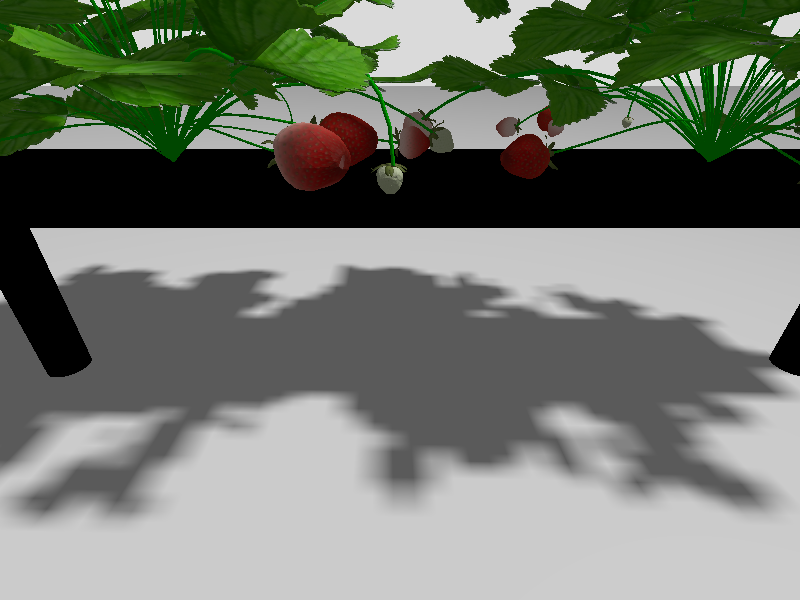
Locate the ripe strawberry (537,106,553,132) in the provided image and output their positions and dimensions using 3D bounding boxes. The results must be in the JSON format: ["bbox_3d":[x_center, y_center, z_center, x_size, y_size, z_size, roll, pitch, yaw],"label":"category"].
[{"bbox_3d":[0.185,-0.223,0.491,0.037,0.032,0.037,-11,18,-19],"label":"ripe strawberry"}]

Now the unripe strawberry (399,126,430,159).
[{"bbox_3d":[0.012,-0.132,0.337,0.026,0.026,0.029,-1,30,-2],"label":"unripe strawberry"}]

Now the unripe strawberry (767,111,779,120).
[{"bbox_3d":[0.435,-0.214,0.467,0.010,0.010,0.011,-25,38,-36],"label":"unripe strawberry"}]

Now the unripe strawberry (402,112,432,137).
[{"bbox_3d":[0.015,-0.174,0.411,0.033,0.032,0.030,-38,8,35],"label":"unripe strawberry"}]

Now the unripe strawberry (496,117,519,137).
[{"bbox_3d":[0.121,-0.196,0.453,0.024,0.021,0.024,-26,34,-38],"label":"unripe strawberry"}]

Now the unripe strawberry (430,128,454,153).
[{"bbox_3d":[0.038,-0.141,0.358,0.022,0.022,0.024,27,22,-22],"label":"unripe strawberry"}]

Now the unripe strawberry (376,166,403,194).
[{"bbox_3d":[-0.006,-0.069,0.229,0.017,0.016,0.015,17,34,28],"label":"unripe strawberry"}]

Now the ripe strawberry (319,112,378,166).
[{"bbox_3d":[-0.039,-0.122,0.305,0.045,0.038,0.044,5,30,8],"label":"ripe strawberry"}]

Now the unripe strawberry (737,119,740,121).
[{"bbox_3d":[0.393,-0.206,0.468,0.010,0.011,0.011,22,37,34],"label":"unripe strawberry"}]

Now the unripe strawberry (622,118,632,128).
[{"bbox_3d":[0.275,-0.215,0.486,0.011,0.011,0.010,2,30,4],"label":"unripe strawberry"}]

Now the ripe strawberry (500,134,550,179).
[{"bbox_3d":[0.084,-0.098,0.273,0.032,0.028,0.032,-11,31,-17],"label":"ripe strawberry"}]

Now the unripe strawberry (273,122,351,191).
[{"bbox_3d":[-0.050,-0.085,0.240,0.045,0.038,0.045,20,35,30],"label":"unripe strawberry"}]
